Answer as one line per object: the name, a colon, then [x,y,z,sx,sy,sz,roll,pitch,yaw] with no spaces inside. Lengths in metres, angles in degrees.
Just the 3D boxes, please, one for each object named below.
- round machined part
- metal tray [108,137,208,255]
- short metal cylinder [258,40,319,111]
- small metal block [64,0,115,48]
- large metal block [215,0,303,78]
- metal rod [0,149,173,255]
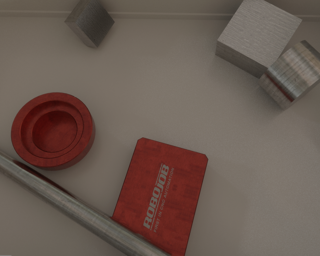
round machined part: [-0.132,0.007,0.396,0.099,0.042,0.098,0,70,-1]
metal tray: [-0.001,0.085,0.376,0.090,0.030,0.130,15,71,5]
short metal cylinder: [0.177,-0.068,0.407,0.080,0.080,0.050,-36,75,-12]
small metal block: [-0.100,-0.153,0.447,0.025,0.050,0.050,17,71,37]
large metal block: [0.135,-0.126,0.435,0.080,0.050,0.080,32,86,10]
metal rod: [-0.123,0.077,0.358,0.301,0.025,0.025,26,72,17]
